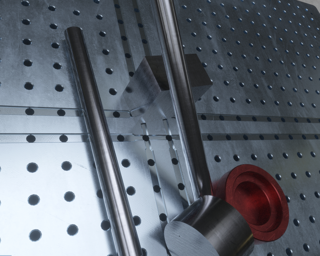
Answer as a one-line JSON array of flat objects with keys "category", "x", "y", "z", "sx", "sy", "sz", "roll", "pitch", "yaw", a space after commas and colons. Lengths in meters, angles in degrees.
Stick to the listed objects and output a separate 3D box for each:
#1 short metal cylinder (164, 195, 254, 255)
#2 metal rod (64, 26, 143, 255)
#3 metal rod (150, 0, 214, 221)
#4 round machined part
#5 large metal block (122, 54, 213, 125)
[{"category": "short metal cylinder", "x": 0.051, "y": 0.120, "z": 0.329, "sx": 0.050, "sy": 0.080, "sz": 0.080, "roll": -29, "pitch": 78, "yaw": -38}, {"category": "metal rod", "x": -0.074, "y": 0.001, "z": 0.368, "sx": 0.025, "sy": 0.025, "sz": 0.299, "roll": -5, "pitch": 64, "yaw": -31}, {"category": "metal rod", "x": 0.026, "y": -0.030, "z": 0.351, "sx": 0.025, "sy": 0.025, "sz": 0.298, "roll": -20, "pitch": 102, "yaw": -36}, {"category": "round machined part", "x": 0.113, "y": 0.099, "z": 0.400, "sx": 0.099, "sy": 0.042, "sz": 0.098, "roll": 14, "pitch": 56, "yaw": -21}, {"category": "large metal block", "x": 0.008, "y": -0.052, "z": 0.410, "sx": 0.081, "sy": 0.080, "sz": 0.050, "roll": -12, "pitch": 68, "yaw": -33}]
